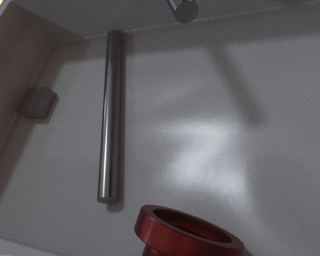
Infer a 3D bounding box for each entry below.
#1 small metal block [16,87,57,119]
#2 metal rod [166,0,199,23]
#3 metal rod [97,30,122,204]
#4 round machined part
[{"bbox_3d":[-0.216,-0.044,0.543,0.050,0.025,0.050,1,62,28],"label":"small metal block"},{"bbox_3d":[-0.010,-0.230,0.400,0.025,0.025,0.299,-26,53,11],"label":"metal rod"},{"bbox_3d":[-0.073,-0.036,0.464,0.025,0.025,0.299,-16,55,19],"label":"metal rod"},{"bbox_3d":[0.023,0.108,0.282,0.098,0.098,0.042,17,85,34],"label":"round machined part"}]
